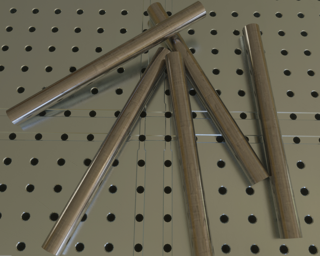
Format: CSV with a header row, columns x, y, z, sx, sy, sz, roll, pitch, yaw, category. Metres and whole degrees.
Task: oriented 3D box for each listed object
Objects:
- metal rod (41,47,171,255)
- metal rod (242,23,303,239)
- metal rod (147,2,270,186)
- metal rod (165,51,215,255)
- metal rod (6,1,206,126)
x,y,z,sx,sy,sz,roll,pitch,yaw,category
-0.059,0.016,0.404,0.025,0.025,0.300,25,72,8,metal rod
0.146,-0.010,0.417,0.025,0.025,0.299,-3,70,-2,metal rod
0.059,-0.059,0.434,0.025,0.025,0.299,-26,72,-9,metal rod
0.037,0.042,0.388,0.025,0.025,0.299,-6,73,-3,metal rod
-0.069,-0.091,0.427,0.301,0.025,0.025,-31,73,-5,metal rod
